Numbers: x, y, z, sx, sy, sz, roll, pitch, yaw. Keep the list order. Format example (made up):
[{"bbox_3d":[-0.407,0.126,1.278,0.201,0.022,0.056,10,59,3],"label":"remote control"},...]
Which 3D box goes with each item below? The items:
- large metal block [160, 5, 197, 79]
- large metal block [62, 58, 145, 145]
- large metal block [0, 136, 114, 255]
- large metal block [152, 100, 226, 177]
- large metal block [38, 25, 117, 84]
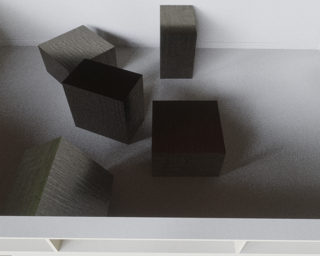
[{"bbox_3d":[0.025,-0.133,0.482,0.050,0.080,0.080,0,50,-1],"label":"large metal block"},{"bbox_3d":[-0.068,-0.033,0.396,0.080,0.080,0.050,18,52,14],"label":"large metal block"},{"bbox_3d":[-0.095,0.068,0.302,0.050,0.080,0.080,-19,45,25],"label":"large metal block"},{"bbox_3d":[0.031,0.012,0.379,0.081,0.050,0.080,0,50,-1],"label":"large metal block"},{"bbox_3d":[-0.124,-0.105,0.476,0.080,0.050,0.080,-36,59,-27],"label":"large metal block"}]
